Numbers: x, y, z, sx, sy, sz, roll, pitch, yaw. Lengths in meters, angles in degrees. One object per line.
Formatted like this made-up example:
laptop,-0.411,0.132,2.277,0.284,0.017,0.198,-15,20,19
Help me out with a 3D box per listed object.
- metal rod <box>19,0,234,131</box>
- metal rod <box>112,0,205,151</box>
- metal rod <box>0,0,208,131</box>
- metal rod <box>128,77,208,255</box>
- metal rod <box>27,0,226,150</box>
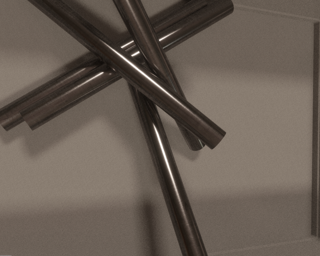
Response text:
metal rod,-0.026,-0.088,0.380,0.302,0.025,0.025,-34,102,-18
metal rod,-0.007,-0.082,0.345,0.025,0.025,0.299,-41,128,-15
metal rod,-0.060,-0.089,0.388,0.301,0.025,0.025,-35,102,-17
metal rod,0.011,0.059,0.350,0.025,0.025,0.299,-11,69,-20
metal rod,-0.052,-0.080,0.345,0.300,0.025,0.025,39,77,2
